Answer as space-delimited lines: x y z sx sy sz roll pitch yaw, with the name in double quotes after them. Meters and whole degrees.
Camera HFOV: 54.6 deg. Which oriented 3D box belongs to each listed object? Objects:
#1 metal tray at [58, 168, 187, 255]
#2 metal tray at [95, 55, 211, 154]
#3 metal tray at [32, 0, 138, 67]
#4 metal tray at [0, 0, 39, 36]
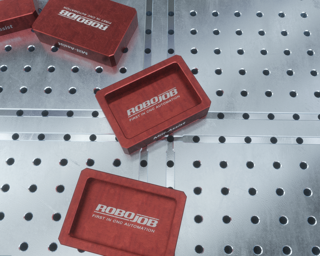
-0.041 0.107 0.369 0.131 0.030 0.090 13 70 4 "metal tray"
-0.009 -0.034 0.421 0.131 0.030 0.090 -27 72 -10 "metal tray"
-0.110 -0.155 0.465 0.130 0.030 0.090 21 71 7 "metal tray"
-0.259 -0.185 0.475 0.131 0.030 0.090 -18 71 -7 "metal tray"
